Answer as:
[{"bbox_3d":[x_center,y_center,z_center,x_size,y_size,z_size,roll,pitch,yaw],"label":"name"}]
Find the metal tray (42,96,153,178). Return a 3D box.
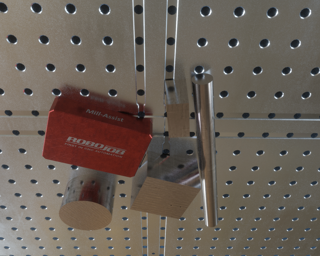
[{"bbox_3d":[-0.085,0.016,0.421,0.131,0.030,0.089,15,129,-13],"label":"metal tray"}]

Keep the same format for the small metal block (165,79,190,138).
[{"bbox_3d":[0.021,-0.024,0.375,0.025,0.050,0.050,-4,130,3],"label":"small metal block"}]

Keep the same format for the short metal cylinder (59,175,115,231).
[{"bbox_3d":[-0.115,0.120,0.496,0.081,0.050,0.079,0,130,0],"label":"short metal cylinder"}]

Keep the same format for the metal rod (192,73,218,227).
[{"bbox_3d":[0.071,0.055,0.459,0.025,0.025,0.298,-7,130,5],"label":"metal rod"}]

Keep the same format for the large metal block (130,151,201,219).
[{"bbox_3d":[0.006,0.088,0.471,0.081,0.050,0.079,15,128,-13],"label":"large metal block"}]
